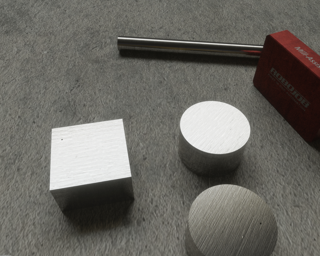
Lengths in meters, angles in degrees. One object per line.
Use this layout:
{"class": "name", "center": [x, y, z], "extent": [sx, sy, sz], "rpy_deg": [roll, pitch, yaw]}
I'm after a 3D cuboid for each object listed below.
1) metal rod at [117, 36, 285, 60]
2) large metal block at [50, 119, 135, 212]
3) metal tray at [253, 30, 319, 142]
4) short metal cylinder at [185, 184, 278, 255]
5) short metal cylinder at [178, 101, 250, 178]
{"class": "metal rod", "center": [0.081, -0.130, 0.513], "extent": [0.302, 0.025, 0.025], "rpy_deg": [5, 50, 4]}
{"class": "large metal block", "center": [-0.076, 0.041, 0.352], "extent": [0.081, 0.050, 0.080], "rpy_deg": [-8, 51, -7]}
{"class": "metal tray", "center": [0.181, -0.057, 0.409], "extent": [0.030, 0.090, 0.130], "rpy_deg": [-19, 53, -15]}
{"class": "short metal cylinder", "center": [0.066, 0.103, 0.301], "extent": [0.081, 0.050, 0.080], "rpy_deg": [0, 50, 0]}
{"class": "short metal cylinder", "center": [0.064, 0.013, 0.377], "extent": [0.081, 0.050, 0.080], "rpy_deg": [0, 50, 0]}
